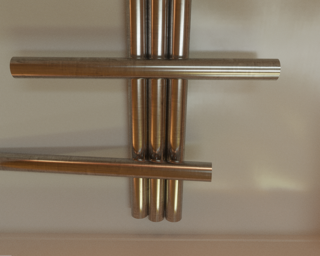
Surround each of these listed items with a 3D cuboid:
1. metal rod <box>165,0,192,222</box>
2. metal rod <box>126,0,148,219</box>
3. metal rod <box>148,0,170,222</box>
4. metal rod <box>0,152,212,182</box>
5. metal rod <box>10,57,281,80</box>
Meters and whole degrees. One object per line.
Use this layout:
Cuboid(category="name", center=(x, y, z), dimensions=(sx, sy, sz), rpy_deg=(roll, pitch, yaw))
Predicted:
Cuboid(category="metal rod", center=(0.022, -0.008, 0.406), dimensions=(0.025, 0.025, 0.298), rpy_deg=(1, 110, 0))
Cuboid(category="metal rod", center=(-0.028, -0.013, 0.405), dimensions=(0.025, 0.025, 0.298), rpy_deg=(0, 110, 0))
Cuboid(category="metal rod", center=(-0.004, -0.008, 0.407), dimensions=(0.025, 0.025, 0.298), rpy_deg=(1, 110, 0))
Cuboid(category="metal rod", center=(-0.085, 0.050, 0.409), dimensions=(0.302, 0.025, 0.025), rpy_deg=(2, 110, 6))
Cuboid(category="metal rod", center=(-0.016, -0.069, 0.358), dimensions=(0.302, 0.025, 0.025), rpy_deg=(0, 110, 0))
